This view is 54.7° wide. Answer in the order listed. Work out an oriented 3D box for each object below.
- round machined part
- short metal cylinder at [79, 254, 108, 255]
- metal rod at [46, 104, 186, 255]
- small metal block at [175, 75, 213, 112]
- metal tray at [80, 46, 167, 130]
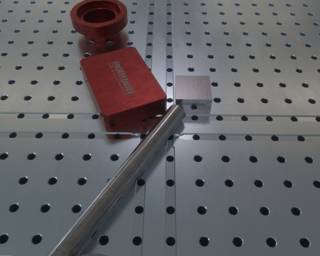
[{"bbox_3d":[-0.107,-0.190,0.556,0.099,0.042,0.098,0,50,0],"label":"round machined part"},{"bbox_3d":[-0.057,0.155,0.261,0.081,0.050,0.080,0,50,0],"label":"short metal cylinder"},{"bbox_3d":[-0.055,0.075,0.343,0.025,0.025,0.301,25,54,20],"label":"metal rod"},{"bbox_3d":[0.048,-0.050,0.450,0.050,0.025,0.050,1,50,0],"label":"small metal block"},{"bbox_3d":[-0.056,-0.064,0.457,0.091,0.030,0.130,-19,53,-15],"label":"metal tray"}]
